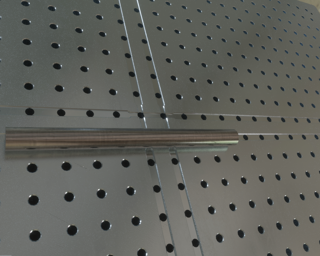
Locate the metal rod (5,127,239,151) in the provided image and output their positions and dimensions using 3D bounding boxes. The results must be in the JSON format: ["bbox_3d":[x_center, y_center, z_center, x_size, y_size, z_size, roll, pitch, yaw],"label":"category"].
[{"bbox_3d":[-0.025,0.013,0.388,0.303,0.025,0.025,1,62,-28],"label":"metal rod"}]
